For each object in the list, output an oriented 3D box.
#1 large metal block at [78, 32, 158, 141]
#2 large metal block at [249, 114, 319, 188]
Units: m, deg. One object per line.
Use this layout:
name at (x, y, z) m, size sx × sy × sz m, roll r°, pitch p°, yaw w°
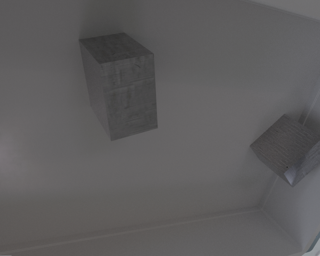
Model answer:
large metal block at (-0.043, -0.046, 0.321) m, size 0.050 × 0.080 × 0.079 m, roll -16°, pitch 125°, yaw -20°
large metal block at (0.212, 0.036, 0.511) m, size 0.080 × 0.080 × 0.050 m, roll -43°, pitch 129°, yaw 1°
